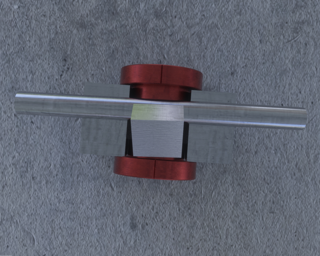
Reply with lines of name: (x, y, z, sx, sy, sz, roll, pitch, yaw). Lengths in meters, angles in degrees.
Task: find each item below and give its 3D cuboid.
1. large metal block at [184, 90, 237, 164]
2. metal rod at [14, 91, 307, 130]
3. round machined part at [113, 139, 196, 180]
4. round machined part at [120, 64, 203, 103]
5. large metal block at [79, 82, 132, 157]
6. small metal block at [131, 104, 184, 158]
large metal block: (0.057, -0.001, 0.384, 0.050, 0.080, 0.080, 4, 90, 0)
metal rod: (0.001, -0.018, 0.331, 0.302, 0.025, 0.025, 3, 90, 0)
round machined part: (-0.005, 0.037, 0.374, 0.099, 0.098, 0.042, 5, 85, 0)
round machined part: (0.001, -0.047, 0.374, 0.099, 0.098, 0.042, 4, 91, 0)
large metal block: (-0.061, -0.010, 0.383, 0.050, 0.080, 0.080, 4, 90, 0)
small metal block: (-0.002, 0.003, 0.317, 0.050, 0.025, 0.050, 2, 131, 1)
